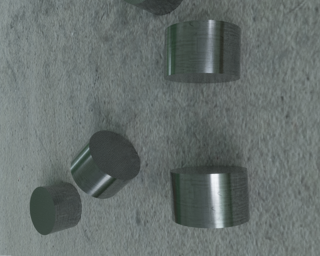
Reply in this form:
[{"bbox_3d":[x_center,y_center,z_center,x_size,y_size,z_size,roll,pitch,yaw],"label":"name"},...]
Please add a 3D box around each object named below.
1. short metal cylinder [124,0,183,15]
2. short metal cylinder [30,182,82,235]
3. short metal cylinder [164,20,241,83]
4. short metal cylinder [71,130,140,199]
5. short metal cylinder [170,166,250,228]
[{"bbox_3d":[-0.009,-0.191,0.394,0.080,0.050,0.079,0,90,39],"label":"short metal cylinder"},{"bbox_3d":[-0.180,0.138,0.534,0.080,0.050,0.079,0,90,39],"label":"short metal cylinder"},{"bbox_3d":[0.045,-0.078,0.331,0.080,0.081,0.050,2,92,39],"label":"short metal cylinder"},{"bbox_3d":[-0.075,0.050,0.428,0.050,0.081,0.080,-44,64,31],"label":"short metal cylinder"},{"bbox_3d":[0.052,0.069,0.325,0.080,0.081,0.050,-4,88,39],"label":"short metal cylinder"}]
